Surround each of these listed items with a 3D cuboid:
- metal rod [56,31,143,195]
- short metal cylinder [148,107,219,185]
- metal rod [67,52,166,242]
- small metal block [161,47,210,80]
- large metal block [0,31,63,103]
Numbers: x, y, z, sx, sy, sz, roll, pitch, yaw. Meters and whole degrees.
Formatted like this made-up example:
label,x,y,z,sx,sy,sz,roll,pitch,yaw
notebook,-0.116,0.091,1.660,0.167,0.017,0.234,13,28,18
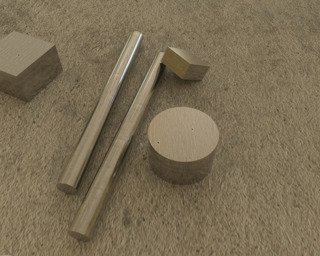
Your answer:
label,x,y,z,sx,sy,sz,roll,pitch,yaw
metal rod,-0.072,-0.044,0.439,0.025,0.025,0.300,9,51,8
short metal cylinder,0.027,0.021,0.370,0.081,0.050,0.080,0,50,0
metal rod,-0.039,-0.001,0.403,0.025,0.025,0.300,13,51,10
small metal block,0.039,-0.097,0.470,0.050,0.025,0.050,-7,43,-48
large metal block,-0.209,-0.094,0.464,0.080,0.050,0.080,21,53,16
